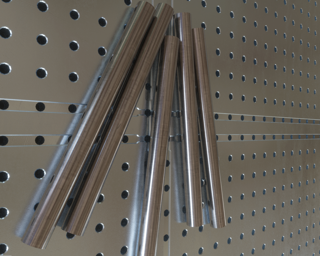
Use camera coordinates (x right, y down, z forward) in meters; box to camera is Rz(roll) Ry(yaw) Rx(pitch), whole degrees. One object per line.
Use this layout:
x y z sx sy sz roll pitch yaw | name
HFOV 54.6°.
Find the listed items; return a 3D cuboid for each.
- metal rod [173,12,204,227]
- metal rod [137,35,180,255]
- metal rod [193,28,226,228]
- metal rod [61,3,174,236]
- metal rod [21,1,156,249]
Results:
0.041 -0.009 0.442 0.025 0.025 0.298 -7 94 -40 | metal rod
-0.002 0.027 0.406 0.025 0.025 0.299 11 83 -40 | metal rod
0.071 0.004 0.467 0.025 0.025 0.298 -13 98 -39 | metal rod
-0.043 -0.024 0.372 0.025 0.025 0.300 32 70 -35 | metal rod
-0.071 -0.019 0.348 0.025 0.025 0.300 34 69 -35 | metal rod
